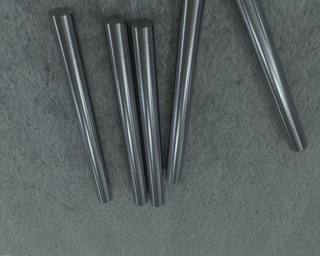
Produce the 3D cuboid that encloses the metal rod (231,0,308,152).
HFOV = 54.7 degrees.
[{"bbox_3d":[0.119,-0.076,0.344,0.025,0.025,0.300,-23,127,18],"label":"metal rod"}]

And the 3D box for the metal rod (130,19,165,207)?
[{"bbox_3d":[-0.011,0.006,0.412,0.025,0.025,0.298,-2,130,1],"label":"metal rod"}]

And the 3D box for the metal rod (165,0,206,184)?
[{"bbox_3d":[0.027,-0.038,0.374,0.025,0.025,0.298,2,130,-2],"label":"metal rod"}]

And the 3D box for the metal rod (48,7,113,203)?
[{"bbox_3d":[-0.093,-0.002,0.403,0.025,0.025,0.298,-2,130,1],"label":"metal rod"}]

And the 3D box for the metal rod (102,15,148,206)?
[{"bbox_3d":[-0.038,0.003,0.409,0.025,0.025,0.298,-2,130,1],"label":"metal rod"}]
